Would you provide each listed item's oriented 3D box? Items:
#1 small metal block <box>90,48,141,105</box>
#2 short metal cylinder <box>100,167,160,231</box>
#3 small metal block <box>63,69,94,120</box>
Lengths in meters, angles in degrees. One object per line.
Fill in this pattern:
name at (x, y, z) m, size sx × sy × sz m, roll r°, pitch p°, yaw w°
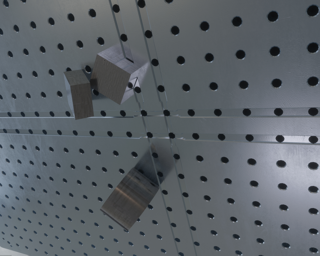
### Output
small metal block at (-0.059, -0.066, 0.402) m, size 0.050 × 0.025 × 0.050 m, roll 32°, pitch 129°, yaw 7°
short metal cylinder at (-0.044, 0.106, 0.465) m, size 0.050 × 0.080 × 0.080 m, roll 37°, pitch 129°, yaw 3°
small metal block at (-0.111, -0.047, 0.424) m, size 0.050 × 0.025 × 0.050 m, roll -130°, pitch 34°, yaw -50°
